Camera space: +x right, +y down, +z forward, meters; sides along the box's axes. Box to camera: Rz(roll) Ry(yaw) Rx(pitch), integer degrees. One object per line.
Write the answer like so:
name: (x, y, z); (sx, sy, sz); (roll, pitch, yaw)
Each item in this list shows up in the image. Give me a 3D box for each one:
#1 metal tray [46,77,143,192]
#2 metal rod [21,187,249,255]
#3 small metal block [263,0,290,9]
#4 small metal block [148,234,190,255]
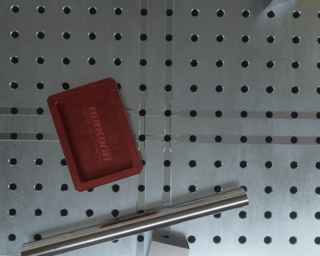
metal tray: (-0.083, 0.008, 0.409); (0.090, 0.030, 0.129); (-18, 90, -1)
metal rod: (-0.032, 0.129, 0.413); (0.302, 0.025, 0.025); (-14, 90, -1)
small metal block: (0.166, -0.185, 0.403); (0.050, 0.050, 0.025); (-19, 90, 0)
small metal block: (0.008, 0.176, 0.414); (0.050, 0.025, 0.050); (13, 90, -1)
